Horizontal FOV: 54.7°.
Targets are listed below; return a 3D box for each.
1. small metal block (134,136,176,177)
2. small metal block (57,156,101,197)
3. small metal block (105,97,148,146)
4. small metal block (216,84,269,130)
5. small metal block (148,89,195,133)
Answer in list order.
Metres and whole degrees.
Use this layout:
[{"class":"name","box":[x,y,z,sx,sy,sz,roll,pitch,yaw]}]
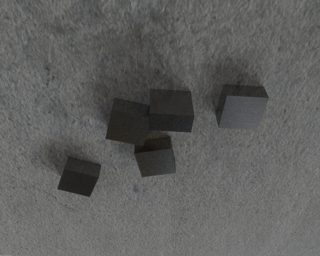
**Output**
[{"class":"small metal block","box":[-0.006,0.042,0.443,0.050,0.025,0.050,-8,130,6]},{"class":"small metal block","box":[-0.122,0.074,0.469,0.050,0.025,0.050,18,128,-15]},{"class":"small metal block","box":[-0.040,-0.007,0.401,0.050,0.025,0.050,12,129,-10]},{"class":"small metal block","box":[0.101,-0.026,0.387,0.050,0.025,0.050,3,130,-3]},{"class":"small metal block","box":[0.012,-0.022,0.373,0.050,0.050,0.025,4,130,-4]}]
